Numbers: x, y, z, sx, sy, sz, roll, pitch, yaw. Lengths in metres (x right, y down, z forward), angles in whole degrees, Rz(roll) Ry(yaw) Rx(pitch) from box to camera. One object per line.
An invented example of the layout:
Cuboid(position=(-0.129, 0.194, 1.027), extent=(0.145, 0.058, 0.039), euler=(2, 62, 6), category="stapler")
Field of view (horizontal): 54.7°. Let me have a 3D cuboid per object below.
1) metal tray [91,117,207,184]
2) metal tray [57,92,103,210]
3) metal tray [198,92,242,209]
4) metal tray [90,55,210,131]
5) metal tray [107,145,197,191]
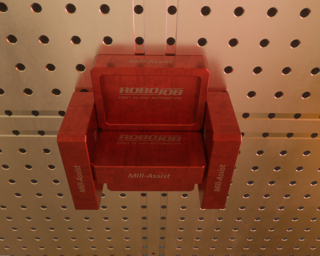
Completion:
Cuboid(position=(-0.013, 0.026, 0.388), extent=(0.131, 0.090, 0.030), euler=(1, 130, -1), category="metal tray")
Cuboid(position=(-0.093, 0.031, 0.393), extent=(0.030, 0.090, 0.129), euler=(1, 130, -1), category="metal tray")
Cuboid(position=(0.069, 0.030, 0.395), extent=(0.030, 0.090, 0.129), euler=(1, 130, -1), category="metal tray")
Cuboid(position=(-0.011, -0.040, 0.374), extent=(0.131, 0.030, 0.089), euler=(0, 130, -1), category="metal tray")
Cuboid(position=(-0.013, 0.053, 0.451), extent=(0.131, 0.030, 0.089), euler=(0, 130, -1), category="metal tray")
